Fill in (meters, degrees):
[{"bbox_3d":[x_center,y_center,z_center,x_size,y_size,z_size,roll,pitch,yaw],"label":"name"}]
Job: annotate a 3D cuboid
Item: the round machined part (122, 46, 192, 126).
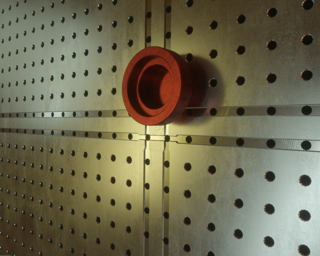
[{"bbox_3d":[0.000,-0.051,0.396,0.098,0.042,0.097,0,90,39],"label":"round machined part"}]
